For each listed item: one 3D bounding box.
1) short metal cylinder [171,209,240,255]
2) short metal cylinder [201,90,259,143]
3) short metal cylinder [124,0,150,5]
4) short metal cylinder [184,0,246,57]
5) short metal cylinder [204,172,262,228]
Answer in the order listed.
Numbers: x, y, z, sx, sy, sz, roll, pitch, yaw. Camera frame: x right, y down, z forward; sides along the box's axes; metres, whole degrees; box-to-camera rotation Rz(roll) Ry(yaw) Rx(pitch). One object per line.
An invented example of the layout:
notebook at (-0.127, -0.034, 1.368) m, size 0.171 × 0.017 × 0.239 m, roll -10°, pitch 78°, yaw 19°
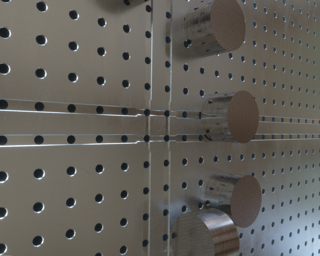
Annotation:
short metal cylinder at (0.060, 0.154, 0.424) m, size 0.050 × 0.080 × 0.080 m, roll 3°, pitch 88°, yaw -40°
short metal cylinder at (0.110, -0.017, 0.485) m, size 0.081 × 0.050 × 0.079 m, roll 0°, pitch 90°, yaw -40°
short metal cylinder at (-0.021, -0.198, 0.375) m, size 0.081 × 0.050 × 0.079 m, roll 0°, pitch 90°, yaw -40°
short metal cylinder at (0.083, -0.150, 0.461) m, size 0.081 × 0.050 × 0.079 m, roll 0°, pitch 90°, yaw -40°
short metal cylinder at (0.116, 0.111, 0.490) m, size 0.081 × 0.050 × 0.079 m, roll 0°, pitch 90°, yaw -40°
